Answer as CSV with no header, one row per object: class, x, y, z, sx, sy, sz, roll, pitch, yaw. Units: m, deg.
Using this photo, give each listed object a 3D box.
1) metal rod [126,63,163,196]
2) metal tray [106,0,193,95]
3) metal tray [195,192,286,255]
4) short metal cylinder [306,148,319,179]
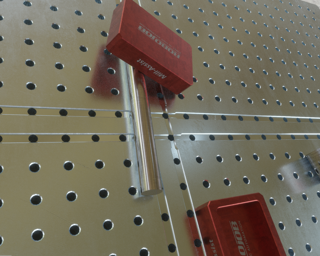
metal rod,-0.031,-0.057,0.425,0.025,0.025,0.299,5,59,-26
metal tray,-0.009,-0.115,0.444,0.131,0.030,0.090,28,46,-31
metal tray,0.104,0.149,0.369,0.091,0.030,0.130,-1,62,-29
short metal cylinder,0.286,0.049,0.497,0.081,0.080,0.050,-12,68,-33
